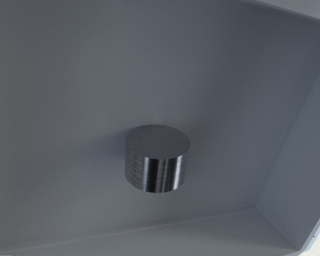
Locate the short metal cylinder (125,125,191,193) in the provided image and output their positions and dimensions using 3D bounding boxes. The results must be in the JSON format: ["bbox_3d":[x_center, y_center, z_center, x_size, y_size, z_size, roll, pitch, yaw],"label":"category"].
[{"bbox_3d":[-0.004,0.037,0.395,0.081,0.080,0.050,-9,123,-24],"label":"short metal cylinder"}]
